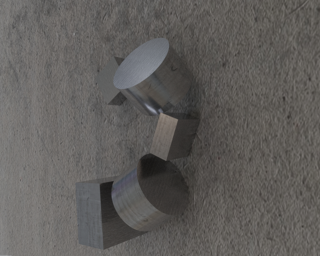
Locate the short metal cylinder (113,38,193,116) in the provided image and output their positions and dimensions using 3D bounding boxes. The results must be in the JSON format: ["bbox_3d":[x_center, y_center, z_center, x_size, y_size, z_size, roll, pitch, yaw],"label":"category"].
[{"bbox_3d":[-0.008,-0.061,0.371,0.080,0.050,0.080,-26,40,24],"label":"short metal cylinder"}]

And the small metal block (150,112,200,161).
[{"bbox_3d":[0.019,0.009,0.372,0.025,0.050,0.050,24,105,33],"label":"small metal block"}]

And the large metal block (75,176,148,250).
[{"bbox_3d":[-0.064,0.109,0.422,0.050,0.081,0.080,-7,86,40],"label":"large metal block"}]

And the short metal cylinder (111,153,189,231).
[{"bbox_3d":[-0.011,0.078,0.379,0.050,0.081,0.080,-40,66,33],"label":"short metal cylinder"}]

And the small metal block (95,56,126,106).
[{"bbox_3d":[-0.064,-0.068,0.458,0.050,0.025,0.050,-40,66,32],"label":"small metal block"}]
